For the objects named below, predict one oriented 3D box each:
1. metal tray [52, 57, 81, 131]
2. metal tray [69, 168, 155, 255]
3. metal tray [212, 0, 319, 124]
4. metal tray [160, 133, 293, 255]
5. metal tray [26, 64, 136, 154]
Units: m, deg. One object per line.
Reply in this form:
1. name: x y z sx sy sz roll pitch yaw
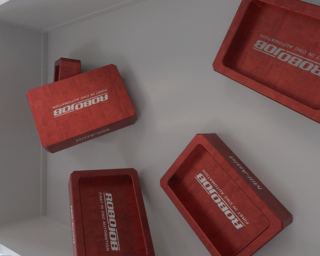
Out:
1. metal tray: -0.158 -0.046 0.510 0.090 0.030 0.129 -164 78 -65
2. metal tray: -0.064 0.116 0.394 0.030 0.091 0.130 119 144 -48
3. metal tray: 0.125 -0.072 0.300 0.130 0.030 0.089 36 112 34
4. metal tray: 0.067 0.080 0.348 0.130 0.030 0.090 50 119 28
5. metal tray: -0.109 -0.029 0.438 0.030 0.131 0.090 98 150 -68
